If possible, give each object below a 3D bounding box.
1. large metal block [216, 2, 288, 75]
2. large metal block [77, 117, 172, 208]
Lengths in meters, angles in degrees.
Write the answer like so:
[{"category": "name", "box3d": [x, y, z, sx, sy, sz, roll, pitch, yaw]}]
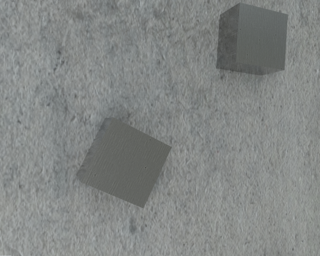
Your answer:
[{"category": "large metal block", "box3d": [0.132, -0.124, 0.446, 0.081, 0.050, 0.080, 4, 89, -20]}, {"category": "large metal block", "box3d": [-0.045, 0.041, 0.380, 0.080, 0.050, 0.080, 28, 81, -18]}]
